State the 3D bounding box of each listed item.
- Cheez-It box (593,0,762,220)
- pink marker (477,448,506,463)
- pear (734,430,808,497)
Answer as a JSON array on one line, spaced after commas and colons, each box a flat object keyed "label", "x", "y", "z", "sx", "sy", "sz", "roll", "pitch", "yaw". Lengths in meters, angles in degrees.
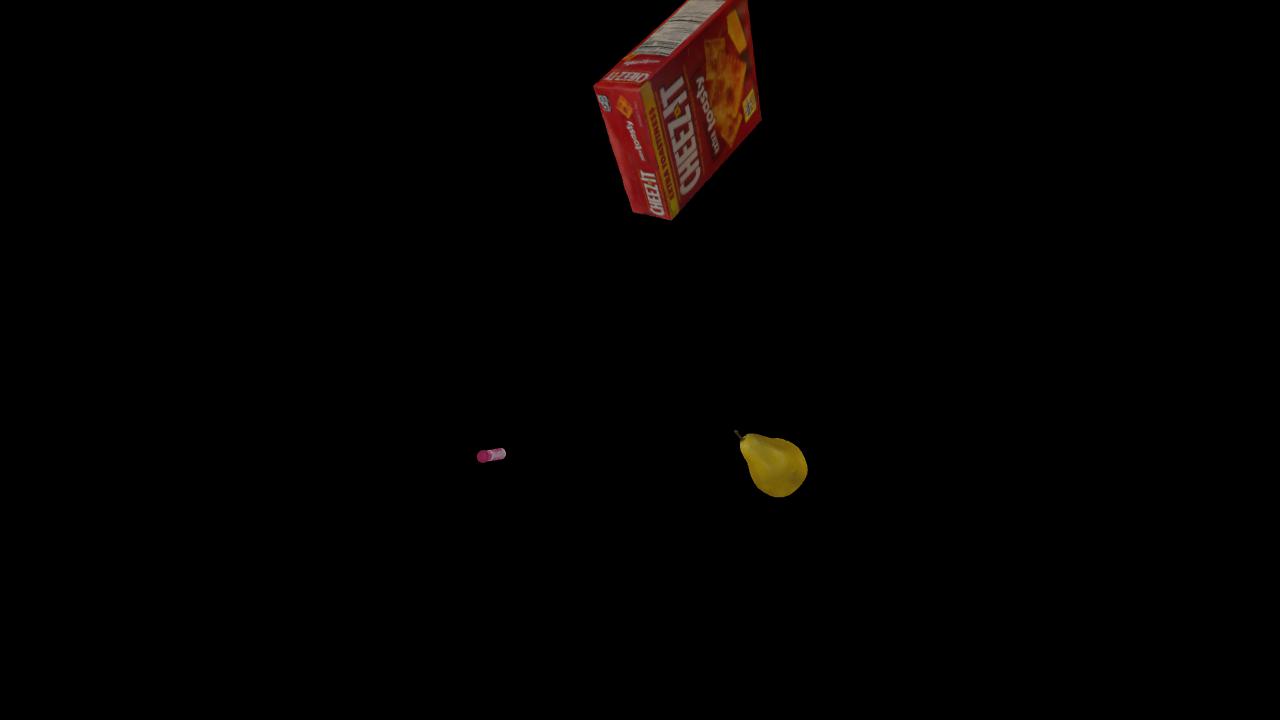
[{"label": "Cheez-It box", "x": 0.055, "y": -0.298, "z": 0.718, "sx": 0.071, "sy": 0.223, "sz": 0.166, "roll": 21, "pitch": -30, "yaw": 33}, {"label": "pink marker", "x": -0.234, "y": 0.150, "z": 0.974, "sx": 0.020, "sy": 0.020, "sz": 0.121, "roll": 0, "pitch": -7, "yaw": 0}, {"label": "pear", "x": 0.163, "y": 0.128, "z": 0.810, "sx": 0.111, "sy": 0.080, "sz": 0.080, "roll": 40, "pitch": 1, "yaw": 2}]
